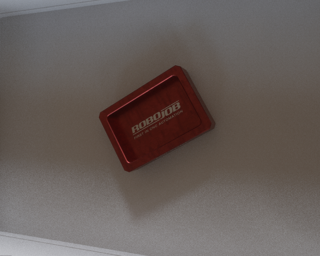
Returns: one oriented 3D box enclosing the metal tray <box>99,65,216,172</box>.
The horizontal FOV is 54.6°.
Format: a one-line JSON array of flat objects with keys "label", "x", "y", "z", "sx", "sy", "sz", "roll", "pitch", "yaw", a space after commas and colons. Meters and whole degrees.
[{"label": "metal tray", "x": -0.006, "y": -0.010, "z": 0.407, "sx": 0.130, "sy": 0.030, "sz": 0.090, "roll": -30, "pitch": 81, "yaw": 17}]
